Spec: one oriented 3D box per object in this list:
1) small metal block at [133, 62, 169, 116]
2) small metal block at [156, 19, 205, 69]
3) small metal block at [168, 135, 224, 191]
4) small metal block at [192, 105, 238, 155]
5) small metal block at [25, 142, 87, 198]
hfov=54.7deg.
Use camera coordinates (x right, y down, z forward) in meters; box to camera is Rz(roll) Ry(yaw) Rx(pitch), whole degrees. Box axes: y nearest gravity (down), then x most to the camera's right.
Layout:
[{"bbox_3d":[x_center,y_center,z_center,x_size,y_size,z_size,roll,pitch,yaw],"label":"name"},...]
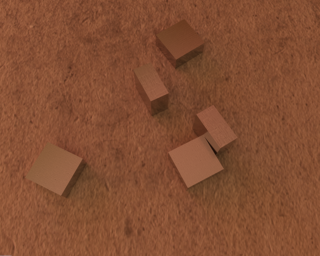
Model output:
[{"bbox_3d":[-0.012,-0.051,0.413,0.025,0.050,0.050,-26,72,-9],"label":"small metal block"},{"bbox_3d":[0.029,-0.123,0.454,0.050,0.025,0.050,-33,74,-12],"label":"small metal block"},{"bbox_3d":[0.044,0.044,0.393,0.050,0.025,0.050,-26,72,-9],"label":"small metal block"},{"bbox_3d":[0.068,0.006,0.394,0.025,0.050,0.050,-30,73,-11],"label":"small metal block"},{"bbox_3d":[-0.128,0.053,0.387,0.050,0.025,0.050,24,72,8],"label":"small metal block"}]
